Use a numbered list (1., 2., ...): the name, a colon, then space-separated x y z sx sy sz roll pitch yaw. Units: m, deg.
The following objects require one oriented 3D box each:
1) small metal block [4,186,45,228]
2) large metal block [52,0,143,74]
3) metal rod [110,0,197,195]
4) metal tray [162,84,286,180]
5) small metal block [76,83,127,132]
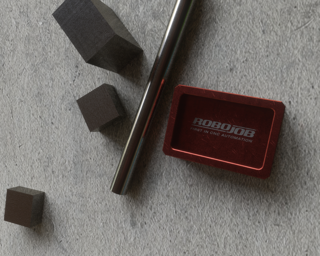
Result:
1. small metal block: -0.211 0.122 0.481 0.050 0.025 0.050 8 93 19
2. large metal block: -0.078 -0.124 0.406 0.050 0.080 0.080 -39 78 16
3. metal rod: -0.007 -0.052 0.410 0.025 0.025 0.298 22 97 18
4. metal tray: 0.076 0.002 0.379 0.130 0.030 0.089 12 94 19
5. small metal block: -0.082 -0.028 0.437 0.050 0.025 0.050 -28 81 17
